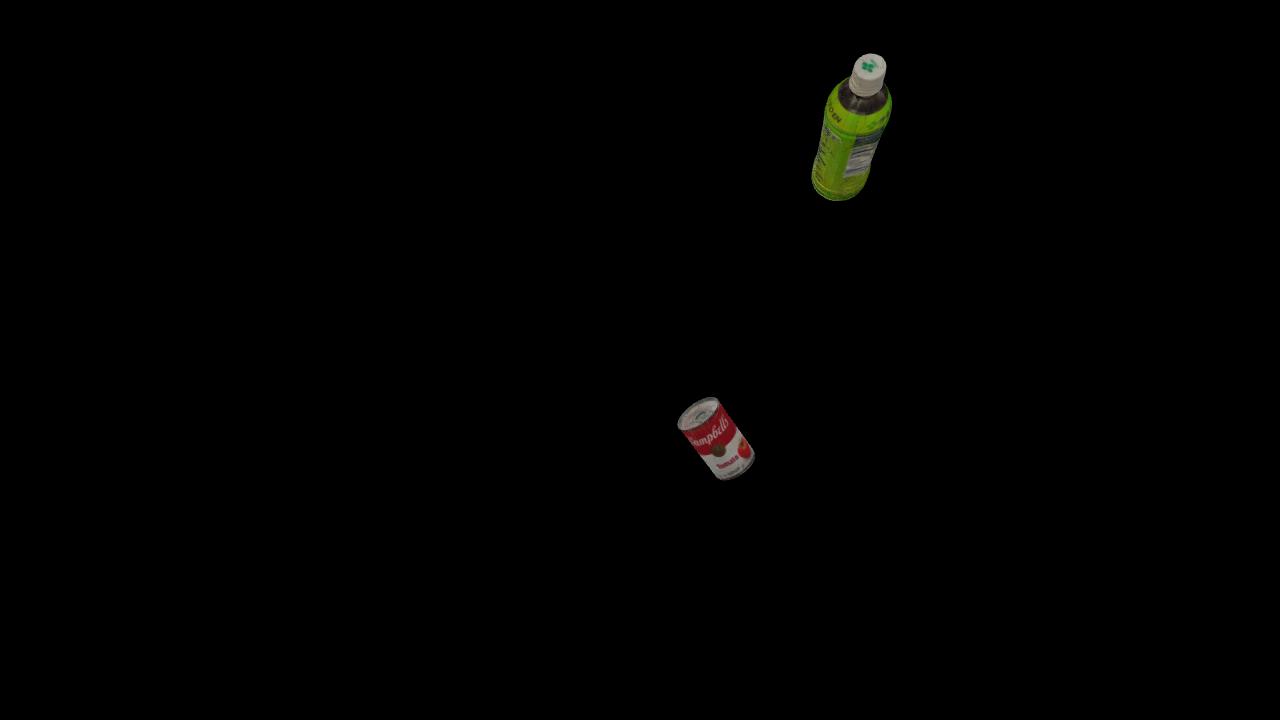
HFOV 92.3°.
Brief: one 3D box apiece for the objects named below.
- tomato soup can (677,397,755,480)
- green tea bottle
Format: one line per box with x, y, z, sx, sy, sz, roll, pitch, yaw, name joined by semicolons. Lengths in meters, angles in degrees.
0.107;0.111;0.861;0.068;0.101;0.068;-32;19;13;tomato soup can
0.239;-0.257;0.691;0.073;0.073;0.212;0;-13;7;green tea bottle
